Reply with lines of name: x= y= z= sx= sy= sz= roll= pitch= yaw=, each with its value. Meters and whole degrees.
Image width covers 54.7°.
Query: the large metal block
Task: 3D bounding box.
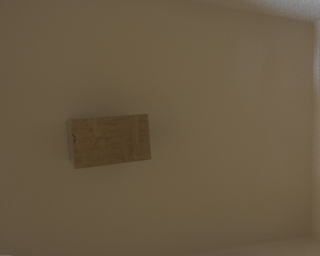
large metal block: x=-0.063 y=0.012 z=0.359 sx=0.081 sy=0.080 sz=0.050 roll=-5 pitch=92 yaw=-20
